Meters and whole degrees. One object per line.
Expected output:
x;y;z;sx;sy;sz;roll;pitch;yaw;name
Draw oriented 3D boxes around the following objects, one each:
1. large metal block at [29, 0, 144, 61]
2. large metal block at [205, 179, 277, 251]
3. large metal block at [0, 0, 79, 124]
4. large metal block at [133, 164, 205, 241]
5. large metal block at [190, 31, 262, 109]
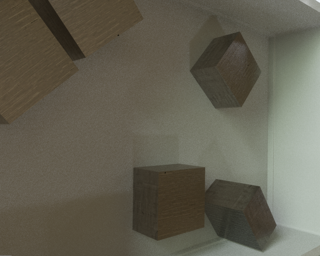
-0.078;-0.126;0.320;0.080;0.050;0.080;-43;117;-24;large metal block
0.118;0.130;0.473;0.050;0.080;0.080;-43;116;-32;large metal block
-0.136;-0.059;0.277;0.080;0.050;0.080;-48;119;-29;large metal block
0.012;0.091;0.403;0.081;0.050;0.079;1;89;-40;large metal block
0.104;-0.087;0.480;0.080;0.050;0.080;50;60;-29;large metal block
